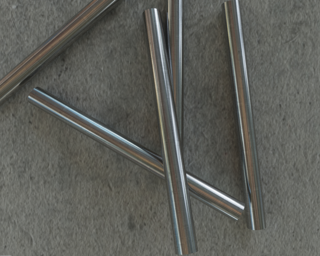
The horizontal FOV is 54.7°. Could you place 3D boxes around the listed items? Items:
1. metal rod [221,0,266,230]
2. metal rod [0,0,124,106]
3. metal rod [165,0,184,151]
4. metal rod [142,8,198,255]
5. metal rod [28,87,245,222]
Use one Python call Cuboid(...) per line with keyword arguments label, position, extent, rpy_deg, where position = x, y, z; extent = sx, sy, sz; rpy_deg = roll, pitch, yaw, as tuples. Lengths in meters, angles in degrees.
Cuboid(label="metal rod", position=(0.111, -0.017, 0.411), extent=(0.025, 0.025, 0.298), rpy_deg=(-7, 90, 0))
Cuboid(label="metal rod", position=(-0.163, -0.087, 0.407), extent=(0.300, 0.025, 0.025), rpy_deg=(-41, 91, -1))
Cuboid(label="metal rod", position=(0.019, -0.083, 0.410), extent=(0.025, 0.025, 0.298), rpy_deg=(0, 90, -1))
Cuboid(label="metal rod", position=(0.009, -0.008, 0.374), extent=(0.025, 0.025, 0.299), rpy_deg=(-8, 76, 0))
Cuboid(label="metal rod", position=(-0.035, 0.029, 0.391), extent=(0.301, 0.025, 0.025), rpy_deg=(29, 90, 7))
